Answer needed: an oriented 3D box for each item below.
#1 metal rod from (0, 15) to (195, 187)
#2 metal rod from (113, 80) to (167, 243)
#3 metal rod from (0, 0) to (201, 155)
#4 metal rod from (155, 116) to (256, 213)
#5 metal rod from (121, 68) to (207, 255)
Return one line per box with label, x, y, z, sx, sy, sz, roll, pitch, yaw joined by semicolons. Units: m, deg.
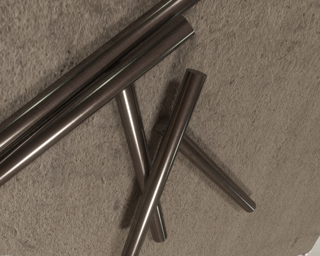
metal rod;-0.090;-0.015;0.330;0.300;0.025;0.025;-37;130;4
metal rod;-0.022;0.062;0.434;0.025;0.025;0.298;-22;127;-16
metal rod;-0.072;-0.063;0.329;0.301;0.025;0.025;-38;130;-3
metal rod;0.089;0.073;0.502;0.025;0.025;0.300;-45;130;3
metal rod;-0.002;0.066;0.414;0.025;0.025;0.298;5;116;-31
